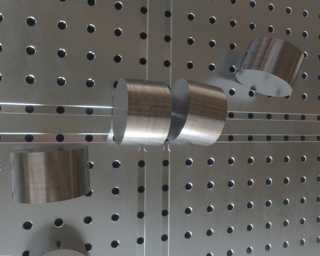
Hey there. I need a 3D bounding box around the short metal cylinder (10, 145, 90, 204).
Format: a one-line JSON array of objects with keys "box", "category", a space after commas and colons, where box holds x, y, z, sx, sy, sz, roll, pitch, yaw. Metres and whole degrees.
[{"box": [-0.119, 0.048, 0.340, 0.081, 0.080, 0.050, -3, 91, -20], "category": "short metal cylinder"}]

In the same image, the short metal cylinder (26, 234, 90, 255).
[{"box": [-0.117, 0.171, 0.357, 0.081, 0.050, 0.079, 0, 90, -21], "category": "short metal cylinder"}]

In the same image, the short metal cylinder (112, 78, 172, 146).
[{"box": [-0.024, -0.019, 0.375, 0.050, 0.080, 0.079, 3, 89, -20], "category": "short metal cylinder"}]

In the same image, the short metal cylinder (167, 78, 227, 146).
[{"box": [0.043, -0.020, 0.400, 0.050, 0.080, 0.080, 10, 87, -20], "category": "short metal cylinder"}]

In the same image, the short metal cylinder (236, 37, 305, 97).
[{"box": [0.157, -0.085, 0.443, 0.080, 0.080, 0.050, 26, 81, -19], "category": "short metal cylinder"}]
